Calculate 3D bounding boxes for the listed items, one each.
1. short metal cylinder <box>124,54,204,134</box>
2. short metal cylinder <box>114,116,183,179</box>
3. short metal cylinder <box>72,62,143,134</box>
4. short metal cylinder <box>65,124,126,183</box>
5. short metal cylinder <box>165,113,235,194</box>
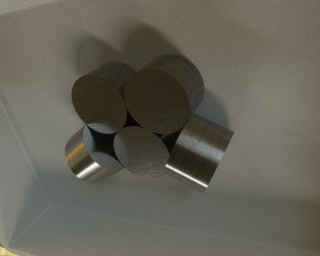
[{"bbox_3d":[0.006,-0.040,0.363,0.080,0.050,0.079,13,124,21],"label":"short metal cylinder"},{"bbox_3d":[-0.013,0.021,0.410,0.080,0.050,0.079,13,124,21],"label":"short metal cylinder"},{"bbox_3d":[-0.065,-0.039,0.401,0.080,0.050,0.079,13,124,21],"label":"short metal cylinder"},{"bbox_3d":[-0.084,0.031,0.435,0.050,0.080,0.080,-34,99,38],"label":"short metal cylinder"},{"bbox_3d":[0.047,0.029,0.364,0.050,0.080,0.079,26,128,12],"label":"short metal cylinder"}]
